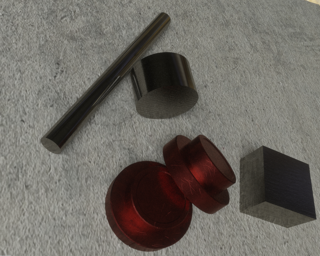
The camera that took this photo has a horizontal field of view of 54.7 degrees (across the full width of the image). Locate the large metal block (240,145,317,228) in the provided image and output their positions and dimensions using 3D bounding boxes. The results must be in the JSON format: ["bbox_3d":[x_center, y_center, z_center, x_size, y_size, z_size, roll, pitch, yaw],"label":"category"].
[{"bbox_3d":[0.158,0.081,0.423,0.080,0.050,0.080,22,54,-15],"label":"large metal block"}]

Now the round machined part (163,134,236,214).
[{"bbox_3d":[0.051,0.047,0.362,0.098,0.042,0.098,45,18,-19],"label":"round machined part"}]

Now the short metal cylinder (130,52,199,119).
[{"bbox_3d":[0.005,-0.053,0.403,0.081,0.080,0.050,3,61,-27],"label":"short metal cylinder"}]

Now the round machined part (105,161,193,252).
[{"bbox_3d":[-0.007,0.081,0.340,0.099,0.042,0.098,14,56,-21],"label":"round machined part"}]

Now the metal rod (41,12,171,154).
[{"bbox_3d":[-0.055,-0.081,0.423,0.025,0.025,0.301,35,51,-5],"label":"metal rod"}]
